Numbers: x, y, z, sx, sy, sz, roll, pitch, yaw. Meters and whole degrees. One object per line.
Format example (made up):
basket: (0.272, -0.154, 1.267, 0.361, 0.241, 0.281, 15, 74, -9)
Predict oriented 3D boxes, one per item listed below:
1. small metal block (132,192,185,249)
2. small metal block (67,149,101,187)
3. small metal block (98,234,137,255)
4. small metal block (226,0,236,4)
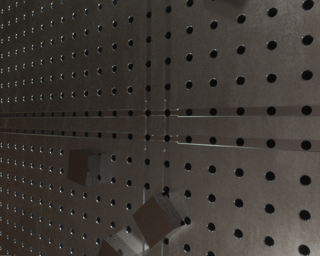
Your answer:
small metal block: (-0.003, 0.122, 0.410, 0.050, 0.025, 0.050, -49, 61, 28)
small metal block: (-0.126, 0.064, 0.510, 0.050, 0.025, 0.050, 11, 97, 39)
small metal block: (-0.066, 0.197, 0.462, 0.050, 0.025, 0.050, 29, 108, 35)
small metal block: (0.071, -0.176, 0.349, 0.050, 0.025, 0.050, 39, 114, 32)
